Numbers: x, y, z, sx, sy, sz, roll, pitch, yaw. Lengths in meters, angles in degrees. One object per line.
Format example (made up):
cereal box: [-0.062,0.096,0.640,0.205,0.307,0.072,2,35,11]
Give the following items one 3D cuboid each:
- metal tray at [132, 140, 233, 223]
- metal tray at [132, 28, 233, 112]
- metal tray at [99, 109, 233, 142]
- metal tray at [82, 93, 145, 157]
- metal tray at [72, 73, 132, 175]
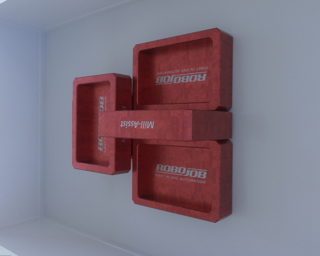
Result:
metal tray: [0.023,0.056,0.381,0.130,0.030,0.089,1,91,39]
metal tray: [0.023,-0.064,0.381,0.130,0.030,0.089,1,91,39]
metal tray: [0.005,-0.004,0.356,0.130,0.091,0.030,1,91,39]
metal tray: [-0.080,-0.003,0.463,0.130,0.030,0.089,1,90,39]
metal tray: [-0.081,-0.006,0.426,0.090,0.030,0.129,2,91,39]
